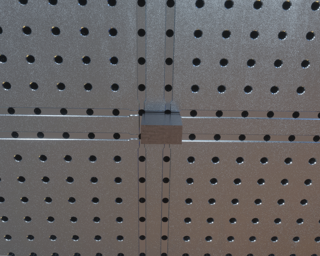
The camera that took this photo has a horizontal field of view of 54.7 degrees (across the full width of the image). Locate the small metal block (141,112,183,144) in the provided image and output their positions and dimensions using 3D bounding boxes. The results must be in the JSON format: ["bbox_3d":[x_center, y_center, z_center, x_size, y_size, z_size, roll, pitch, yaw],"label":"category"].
[{"bbox_3d":[0.002,0.000,0.400,0.050,0.050,0.025,1,110,-1],"label":"small metal block"}]
